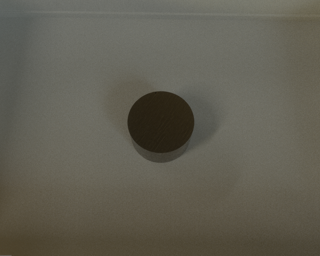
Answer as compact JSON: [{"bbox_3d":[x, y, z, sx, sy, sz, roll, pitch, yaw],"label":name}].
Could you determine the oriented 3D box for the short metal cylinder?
[{"bbox_3d":[0.001,0.000,0.397,0.080,0.050,0.080,0,70,0],"label":"short metal cylinder"}]
